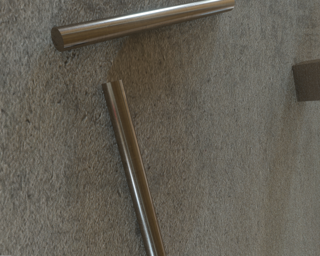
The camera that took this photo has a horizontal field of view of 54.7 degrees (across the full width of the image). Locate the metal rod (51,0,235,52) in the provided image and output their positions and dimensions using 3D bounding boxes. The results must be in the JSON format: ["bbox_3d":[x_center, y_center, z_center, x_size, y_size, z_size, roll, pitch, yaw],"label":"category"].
[{"bbox_3d":[0.002,-0.146,0.408,0.302,0.025,0.025,-27,107,-37],"label":"metal rod"}]

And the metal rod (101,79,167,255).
[{"bbox_3d":[-0.022,0.089,0.387,0.025,0.025,0.298,-22,104,-38],"label":"metal rod"}]

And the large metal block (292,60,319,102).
[{"bbox_3d":[0.336,-0.103,0.654,0.050,0.080,0.080,-24,106,-38],"label":"large metal block"}]
